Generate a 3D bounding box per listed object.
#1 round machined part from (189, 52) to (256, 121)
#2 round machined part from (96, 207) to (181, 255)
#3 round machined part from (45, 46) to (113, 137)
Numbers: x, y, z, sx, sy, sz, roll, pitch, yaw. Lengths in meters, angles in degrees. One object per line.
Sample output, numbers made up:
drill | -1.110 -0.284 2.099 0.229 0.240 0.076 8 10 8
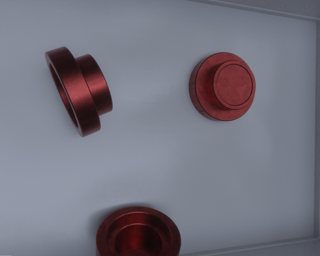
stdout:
round machined part | 0.094 -0.058 0.436 0.099 0.042 0.097 0 90 -20
round machined part | -0.026 0.143 0.369 0.099 0.098 0.042 -5 121 -20
round machined part | -0.085 -0.042 0.340 0.042 0.098 0.098 -25 98 -18
